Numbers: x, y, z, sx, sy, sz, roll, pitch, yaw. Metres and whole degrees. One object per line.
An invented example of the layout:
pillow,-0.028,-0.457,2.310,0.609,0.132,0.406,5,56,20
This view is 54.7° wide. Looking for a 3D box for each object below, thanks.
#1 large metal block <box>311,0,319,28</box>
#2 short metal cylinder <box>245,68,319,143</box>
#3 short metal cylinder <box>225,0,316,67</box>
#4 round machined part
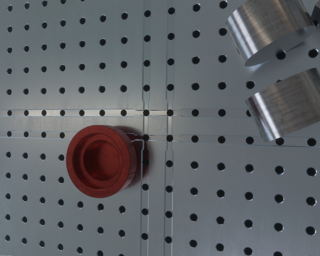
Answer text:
large metal block,0.221,-0.127,0.321,0.080,0.050,0.080,45,104,14
short metal cylinder,0.140,-0.023,0.334,0.080,0.080,0.050,-26,82,18
short metal cylinder,0.120,-0.110,0.341,0.080,0.080,0.050,-26,82,18
round machined part,-0.077,0.044,0.431,0.098,0.042,0.097,0,90,20
